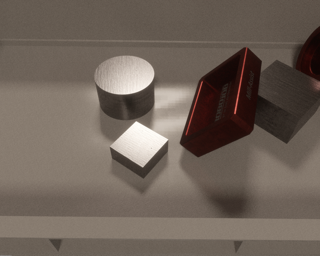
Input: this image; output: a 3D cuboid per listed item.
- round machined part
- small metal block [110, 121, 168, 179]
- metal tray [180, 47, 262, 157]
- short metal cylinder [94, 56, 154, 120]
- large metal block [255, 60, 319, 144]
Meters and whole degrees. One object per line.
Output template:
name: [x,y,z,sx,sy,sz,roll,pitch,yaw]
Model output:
round machined part: [0.247,-0.101,0.449,0.042,0.097,0.098,16,50,-10]
small metal block: [-0.025,0.026,0.383,0.050,0.025,0.050,29,56,22]
metal tray: [0.078,-0.034,0.392,0.030,0.090,0.130,37,49,-19]
short metal cylinder: [-0.048,-0.057,0.436,0.081,0.050,0.080,0,50,0]
large metal block: [0.166,-0.038,0.423,0.080,0.050,0.080,37,59,26]
